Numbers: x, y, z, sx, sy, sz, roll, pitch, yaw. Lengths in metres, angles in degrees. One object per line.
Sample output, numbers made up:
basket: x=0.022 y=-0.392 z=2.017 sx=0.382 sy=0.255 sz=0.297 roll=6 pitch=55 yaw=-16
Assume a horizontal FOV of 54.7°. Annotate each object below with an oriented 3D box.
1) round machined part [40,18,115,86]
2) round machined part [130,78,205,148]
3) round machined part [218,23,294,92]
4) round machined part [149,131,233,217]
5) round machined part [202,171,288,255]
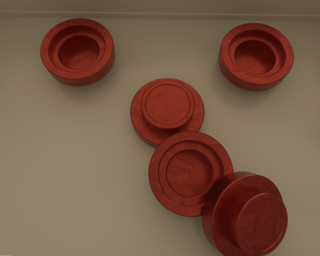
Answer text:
round machined part: x=-0.112 y=-0.102 z=0.437 sx=0.099 sy=0.042 sz=0.098 roll=0 pitch=70 yaw=0
round machined part: x=0.010 y=-0.023 z=0.409 sx=0.099 sy=0.042 sz=0.098 roll=0 pitch=70 yaw=0
round machined part: x=0.131 y=-0.095 z=0.436 sx=0.099 sy=0.042 sz=0.098 roll=0 pitch=70 yaw=0
round machined part: x=0.035 y=0.055 z=0.375 sx=0.099 sy=0.042 sz=0.098 roll=1 pitch=79 yaw=-4
round machined part: x=0.100 y=0.100 z=0.341 sx=0.099 sy=0.042 sz=0.097 roll=-2 pitch=94 yaw=-23
